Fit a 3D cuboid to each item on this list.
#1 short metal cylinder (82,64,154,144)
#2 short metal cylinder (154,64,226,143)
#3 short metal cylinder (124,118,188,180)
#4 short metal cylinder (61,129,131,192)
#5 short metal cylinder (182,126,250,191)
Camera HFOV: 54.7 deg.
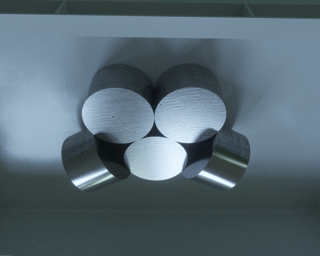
[{"bbox_3d":[-0.047,-0.028,0.367,0.081,0.050,0.079,0,130,0],"label":"short metal cylinder"},{"bbox_3d":[0.034,-0.028,0.367,0.081,0.050,0.079,0,130,0],"label":"short metal cylinder"},{"bbox_3d":[-0.005,0.024,0.411,0.081,0.050,0.079,0,130,0],"label":"short metal cylinder"},{"bbox_3d":[-0.080,0.037,0.402,0.050,0.080,0.080,-24,126,19],"label":"short metal cylinder"},{"bbox_3d":[0.070,0.035,0.401,0.050,0.080,0.080,24,126,-19],"label":"short metal cylinder"}]
